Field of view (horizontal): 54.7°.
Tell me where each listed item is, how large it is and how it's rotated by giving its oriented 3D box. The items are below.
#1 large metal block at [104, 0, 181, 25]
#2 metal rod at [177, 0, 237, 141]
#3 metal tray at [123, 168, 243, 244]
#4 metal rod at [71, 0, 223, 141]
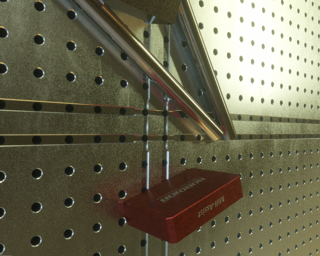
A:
[{"bbox_3d":[-0.017,-0.176,0.366,0.081,0.050,0.079,9,101,-40],"label":"large metal block"},{"bbox_3d":[0.056,-0.114,0.458,0.025,0.025,0.299,-37,113,-34],"label":"metal rod"},{"bbox_3d":[0.031,0.091,0.395,0.131,0.090,0.030,-19,103,-39],"label":"metal tray"},{"bbox_3d":[-0.006,-0.075,0.405,0.300,0.025,0.025,42,65,-32],"label":"metal rod"}]
